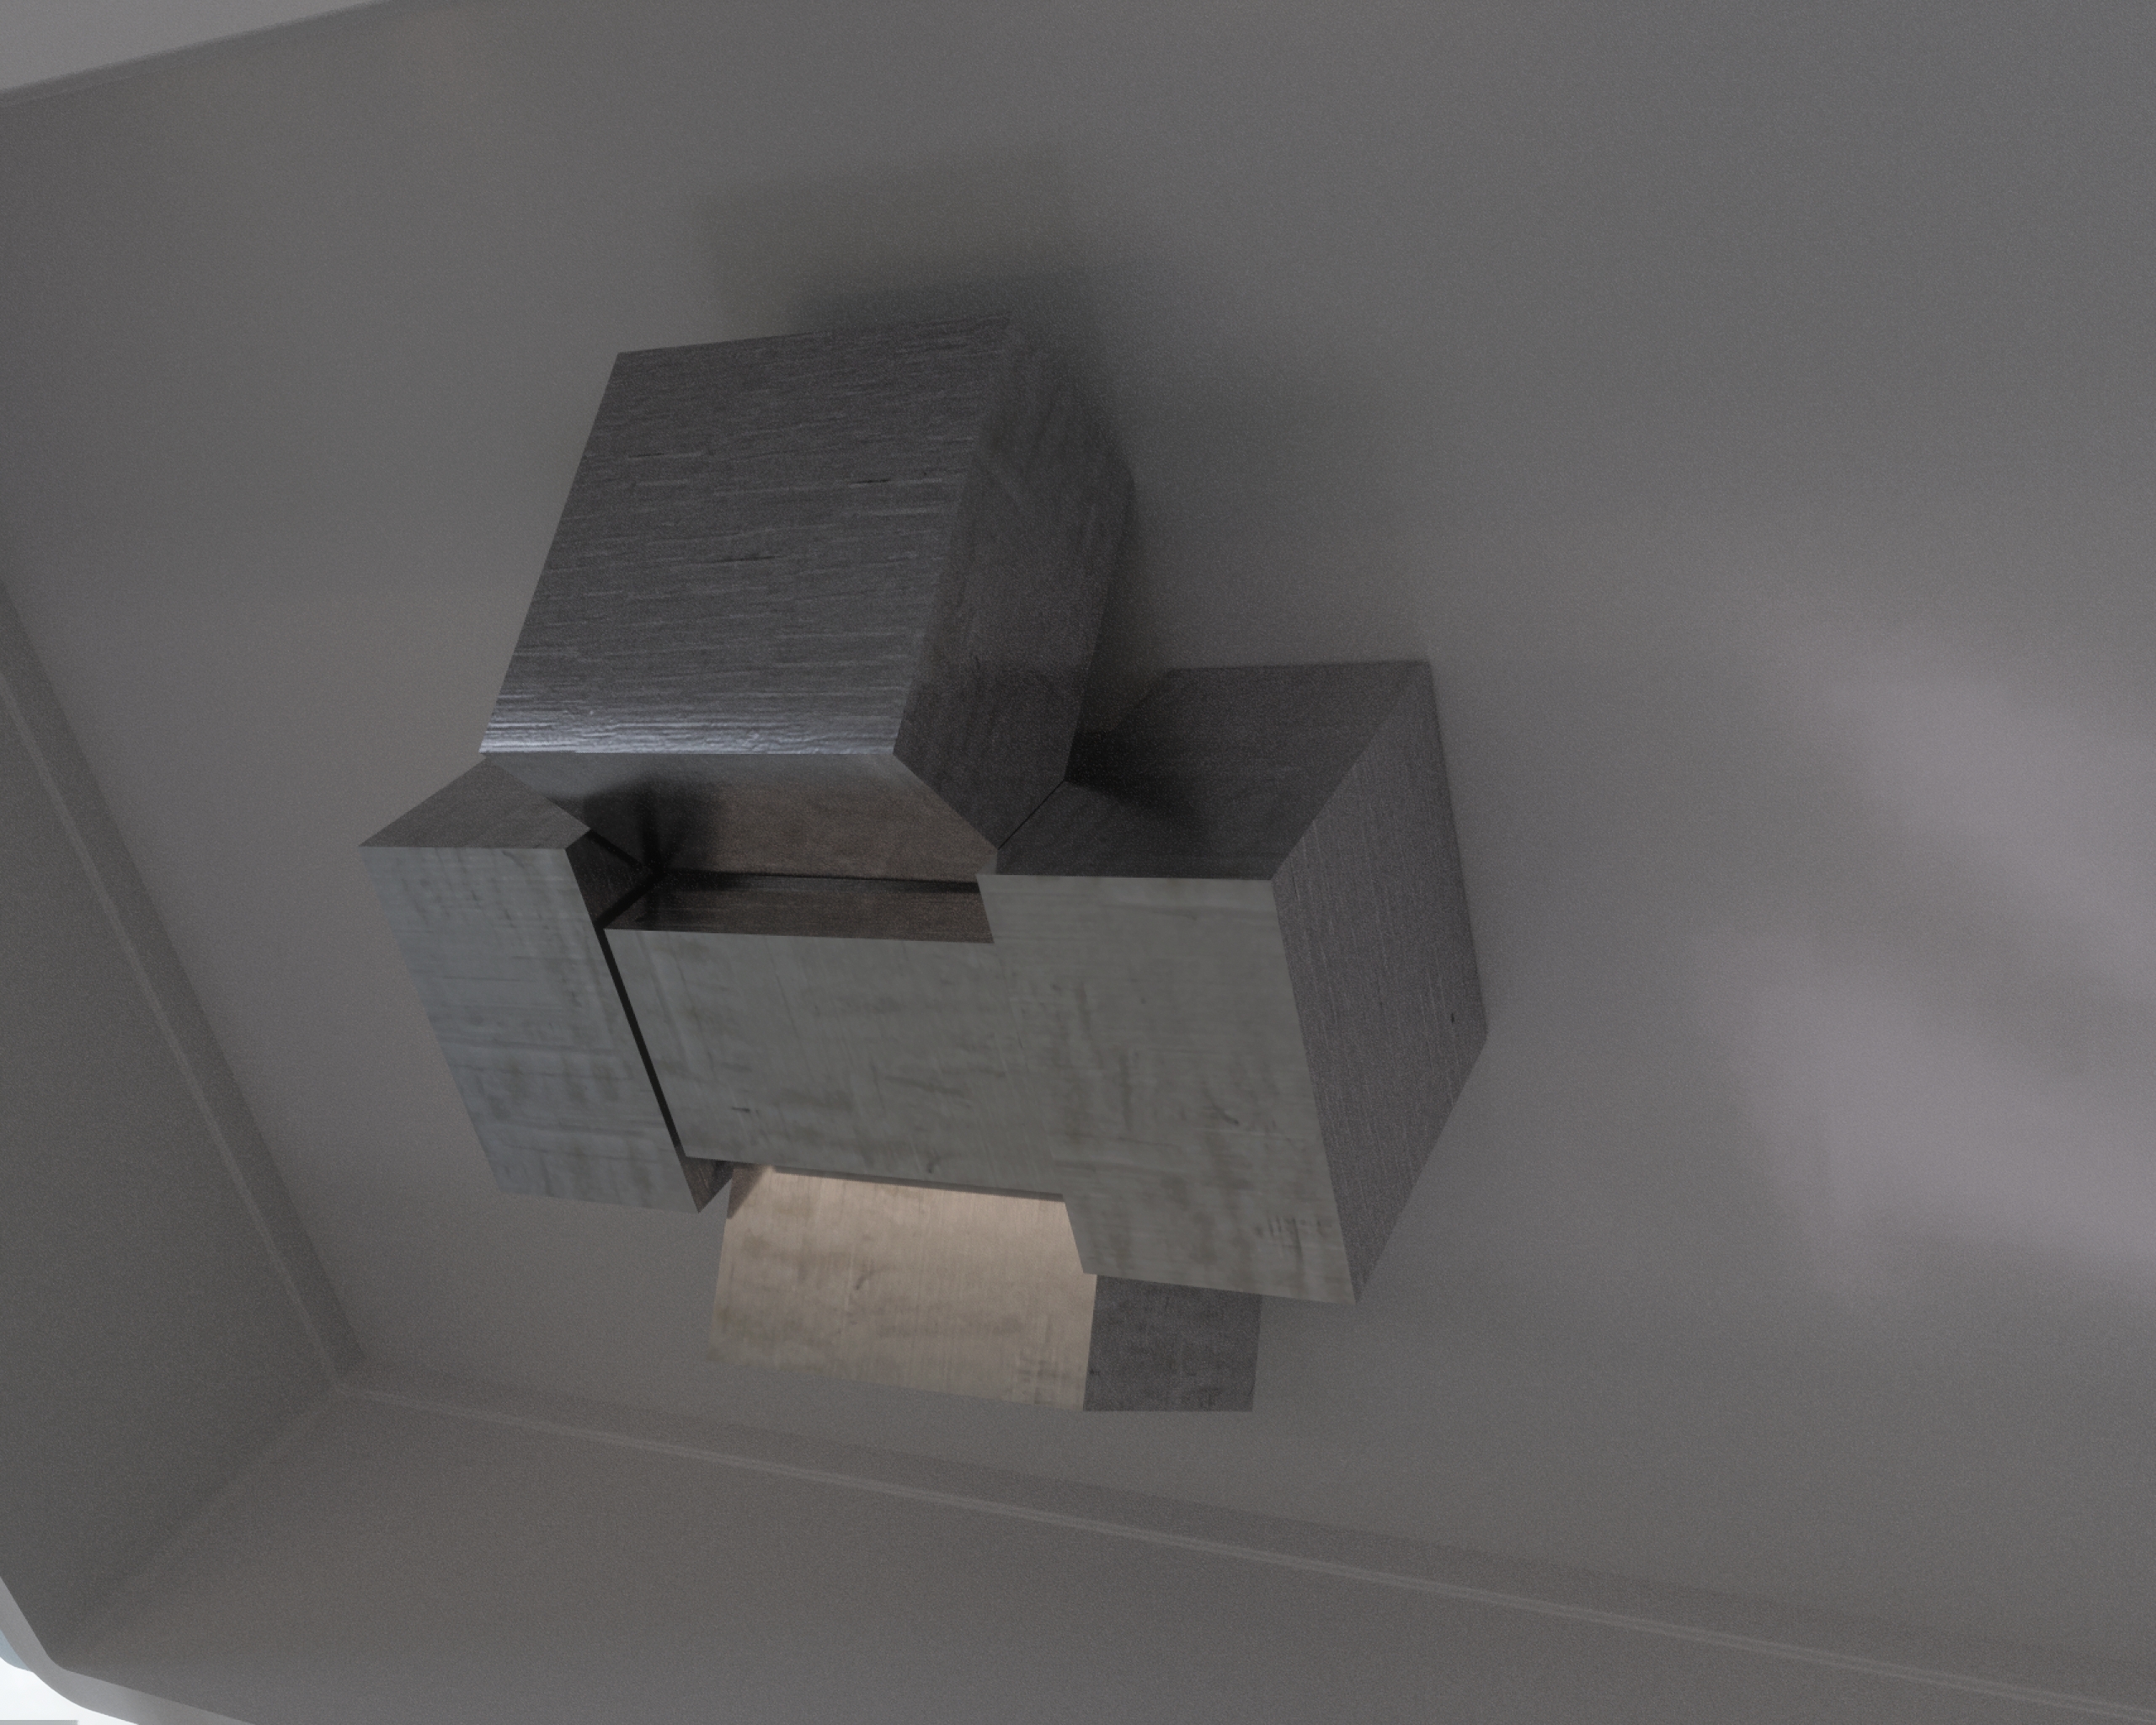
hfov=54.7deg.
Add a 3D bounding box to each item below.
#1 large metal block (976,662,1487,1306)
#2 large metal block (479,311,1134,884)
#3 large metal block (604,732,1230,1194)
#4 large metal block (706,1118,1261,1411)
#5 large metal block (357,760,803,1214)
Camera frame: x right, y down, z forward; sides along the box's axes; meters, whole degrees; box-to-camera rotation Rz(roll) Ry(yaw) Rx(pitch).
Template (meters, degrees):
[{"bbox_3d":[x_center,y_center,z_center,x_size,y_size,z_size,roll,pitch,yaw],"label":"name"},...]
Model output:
[{"bbox_3d":[0.031,0.018,0.366,0.050,0.080,0.080,1,119,28],"label":"large metal block"},{"bbox_3d":[-0.044,-0.043,0.360,0.080,0.080,0.050,2,157,27],"label":"large metal block"},{"bbox_3d":[-0.027,0.015,0.395,0.080,0.080,0.050,1,119,28],"label":"large metal block"},{"bbox_3d":[-0.015,0.080,0.420,0.080,0.080,0.050,0,77,27],"label":"large metal block"},{"bbox_3d":[-0.087,0.013,0.426,0.050,0.080,0.080,1,119,28],"label":"large metal block"}]
